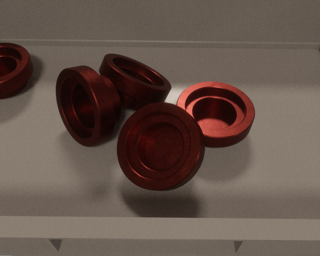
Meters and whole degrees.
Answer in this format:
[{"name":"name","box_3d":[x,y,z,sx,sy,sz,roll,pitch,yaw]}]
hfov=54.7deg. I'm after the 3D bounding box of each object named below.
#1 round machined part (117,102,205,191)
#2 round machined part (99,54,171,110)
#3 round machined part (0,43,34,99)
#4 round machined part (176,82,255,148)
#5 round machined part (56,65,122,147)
[{"name":"round machined part","box_3d":[0.004,0.023,0.356,0.098,0.042,0.098,-5,75,20]},{"name":"round machined part","box_3d":[-0.037,-0.059,0.424,0.099,0.042,0.098,24,23,-11]},{"name":"round machined part","box_3d":[-0.238,-0.080,0.458,0.099,0.042,0.098,0,50,0]},{"name":"round machined part","box_3d":[0.070,-0.013,0.406,0.099,0.042,0.098,0,50,0]},{"name":"round machined part","box_3d":[-0.085,-0.029,0.385,0.042,0.097,0.098,-22,52,-40]}]
